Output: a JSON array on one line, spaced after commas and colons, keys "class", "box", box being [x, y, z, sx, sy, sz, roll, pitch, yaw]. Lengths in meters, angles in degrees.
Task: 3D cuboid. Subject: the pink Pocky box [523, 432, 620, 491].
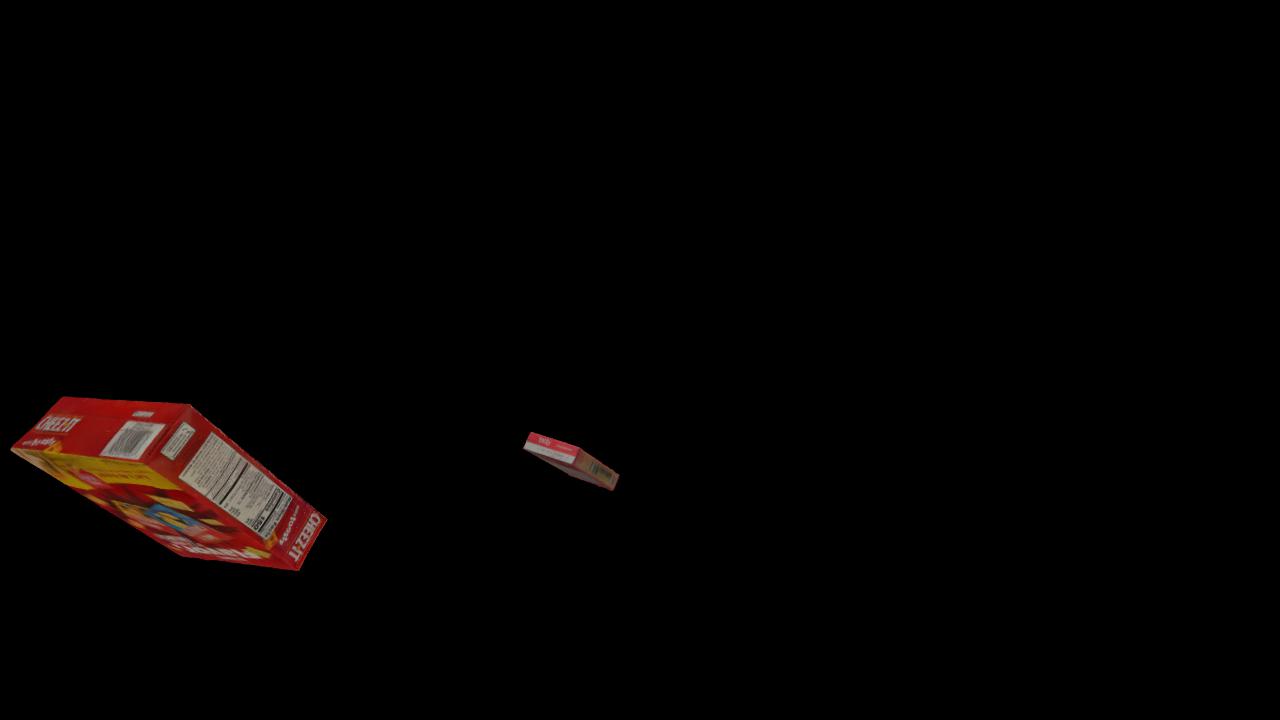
[{"class": "pink Pocky box", "box": [-0.095, 0.148, 0.886, 0.084, 0.029, 0.155, 14, -18, 26]}]

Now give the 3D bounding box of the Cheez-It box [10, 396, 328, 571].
[{"class": "Cheez-It box", "box": [-0.455, 0.131, 0.619, 0.166, 0.071, 0.223, 1, -42, 16]}]
